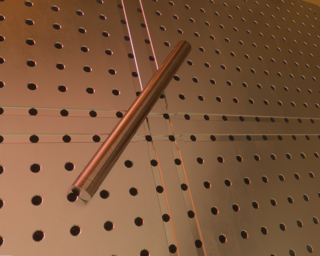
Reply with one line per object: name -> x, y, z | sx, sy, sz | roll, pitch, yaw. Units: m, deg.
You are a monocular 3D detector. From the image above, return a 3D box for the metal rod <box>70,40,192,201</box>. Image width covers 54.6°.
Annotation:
metal rod -> -0.021, -0.033, 0.416 | 0.025, 0.025, 0.301 | 35, 51, -5
